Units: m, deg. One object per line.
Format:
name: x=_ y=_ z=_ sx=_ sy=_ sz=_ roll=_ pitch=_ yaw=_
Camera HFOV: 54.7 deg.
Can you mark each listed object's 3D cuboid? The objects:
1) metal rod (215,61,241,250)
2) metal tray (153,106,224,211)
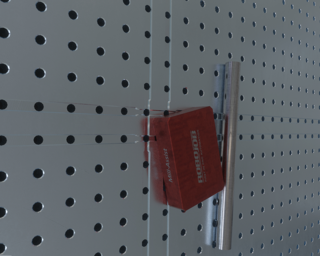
metal rod: x=0.111 y=0.042 z=0.502 sx=0.025 sy=0.025 sz=0.298 roll=6 pitch=86 yaw=-40
metal tray: x=0.044 y=0.040 z=0.444 sx=0.091 sy=0.030 sz=0.129 roll=-17 pitch=101 yaw=-39
